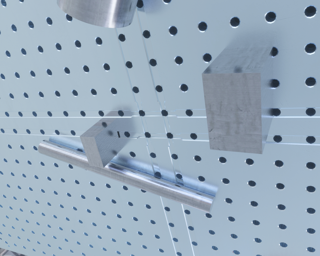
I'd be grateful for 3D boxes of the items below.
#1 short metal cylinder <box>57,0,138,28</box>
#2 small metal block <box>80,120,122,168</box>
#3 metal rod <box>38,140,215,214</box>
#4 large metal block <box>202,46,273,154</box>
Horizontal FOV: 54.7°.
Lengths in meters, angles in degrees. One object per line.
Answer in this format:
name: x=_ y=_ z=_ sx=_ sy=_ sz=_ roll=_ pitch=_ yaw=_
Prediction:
short metal cylinder: x=-0.061 y=-0.145 z=0.317 sx=0.080 sy=0.080 sz=0.050 roll=29 pitch=128 yaw=9
small metal block: x=-0.085 y=0.022 z=0.451 sx=0.025 sy=0.050 sz=0.050 roll=3 pitch=120 yaw=26
metal rod: x=-0.064 y=0.071 z=0.486 sx=0.301 sy=0.025 sz=0.025 roll=16 pitch=125 yaw=18
large metal block: x=0.083 y=-0.031 z=0.312 sx=0.050 sy=0.080 sz=0.079 roll=4 pitch=120 yaw=26
